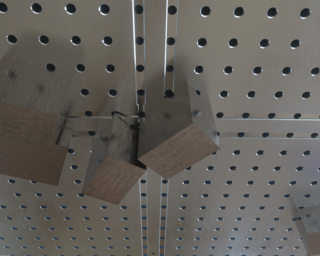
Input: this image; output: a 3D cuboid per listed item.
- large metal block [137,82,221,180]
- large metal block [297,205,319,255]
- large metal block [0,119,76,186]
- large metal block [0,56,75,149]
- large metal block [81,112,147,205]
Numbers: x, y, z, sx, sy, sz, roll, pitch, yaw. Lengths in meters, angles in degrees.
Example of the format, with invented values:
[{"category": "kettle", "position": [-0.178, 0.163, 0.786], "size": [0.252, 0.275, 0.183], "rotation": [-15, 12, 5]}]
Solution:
[{"category": "large metal block", "position": [0.021, 0.004, 0.379], "size": [0.080, 0.080, 0.050], "rotation": [-34, 122, 25]}, {"category": "large metal block", "position": [0.297, 0.180, 0.554], "size": [0.080, 0.050, 0.080], "rotation": [-14, 129, 11]}, {"category": "large metal block", "position": [-0.165, 0.026, 0.415], "size": [0.081, 0.050, 0.079], "rotation": [16, 128, -14]}, {"category": "large metal block", "position": [-0.148, -0.030, 0.348], "size": [0.081, 0.080, 0.050], "rotation": [13, 129, -12]}, {"category": "large metal block", "position": [-0.058, 0.041, 0.409], "size": [0.050, 0.080, 0.080], "rotation": [24, 126, -19]}]
